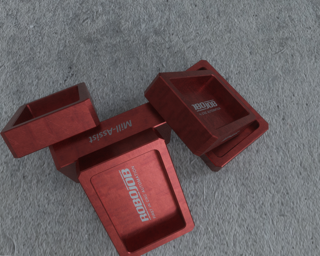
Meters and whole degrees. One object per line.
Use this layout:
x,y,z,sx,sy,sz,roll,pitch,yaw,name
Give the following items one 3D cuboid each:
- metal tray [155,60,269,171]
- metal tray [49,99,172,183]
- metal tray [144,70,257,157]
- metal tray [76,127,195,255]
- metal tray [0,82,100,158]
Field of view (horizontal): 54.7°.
0.066,-0.019,0.414,0.090,0.030,0.130,-37,74,-13,metal tray
-0.052,0.019,0.367,0.131,0.090,0.030,-23,72,-9,metal tray
0.053,-0.025,0.360,0.090,0.030,0.131,50,33,15,metal tray
-0.023,0.074,0.335,0.091,0.030,0.129,-23,117,-8,metal tray
-0.123,-0.016,0.363,0.091,0.130,0.030,-23,111,-9,metal tray
